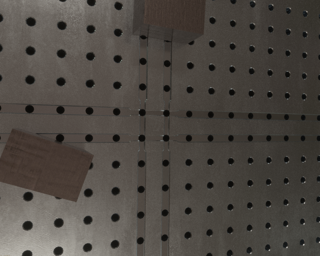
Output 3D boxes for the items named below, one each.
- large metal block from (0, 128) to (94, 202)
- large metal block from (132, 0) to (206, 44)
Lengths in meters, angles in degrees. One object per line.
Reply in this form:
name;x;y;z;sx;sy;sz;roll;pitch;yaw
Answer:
large metal block;-0.125;0.037;0.338;0.080;0.080;0.050;21;83;-19
large metal block;0.012;-0.161;0.404;0.081;0.050;0.079;4;89;-20
